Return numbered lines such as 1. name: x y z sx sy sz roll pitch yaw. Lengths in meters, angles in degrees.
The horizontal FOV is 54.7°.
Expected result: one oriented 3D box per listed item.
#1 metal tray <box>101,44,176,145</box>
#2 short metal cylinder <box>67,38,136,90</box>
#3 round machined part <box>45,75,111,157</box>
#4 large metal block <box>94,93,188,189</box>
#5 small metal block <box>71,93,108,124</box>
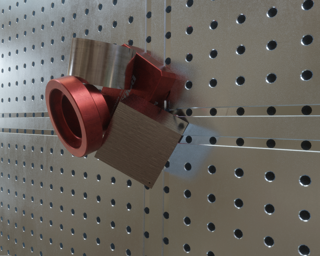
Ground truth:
1. metal tray: -0.043 -0.041 0.440 0.090 0.030 0.129 42 115 31
2. short metal cylinder: -0.074 -0.080 0.392 0.080 0.081 0.050 17 101 38
3. round machined part: -0.097 -0.017 0.379 0.098 0.042 0.097 28 130 40
4. large metal block: -0.022 0.015 0.386 0.080 0.050 0.079 29 111 3
5. small metal block: -0.106 -0.027 0.437 0.025 0.050 0.050 24 105 37
